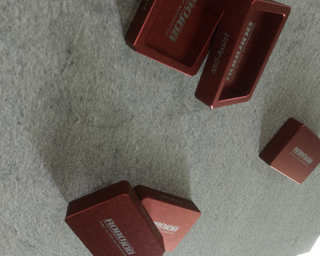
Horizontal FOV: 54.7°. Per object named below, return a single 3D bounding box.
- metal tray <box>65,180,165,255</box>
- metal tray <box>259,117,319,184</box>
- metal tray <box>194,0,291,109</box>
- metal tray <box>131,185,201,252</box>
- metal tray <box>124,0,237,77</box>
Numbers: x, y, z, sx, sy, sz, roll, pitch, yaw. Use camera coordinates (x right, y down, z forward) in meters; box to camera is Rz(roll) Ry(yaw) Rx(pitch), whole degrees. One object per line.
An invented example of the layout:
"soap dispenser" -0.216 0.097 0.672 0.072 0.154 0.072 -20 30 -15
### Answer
"metal tray" -0.059 0.142 0.432 0.090 0.030 0.129 -23 119 5
"metal tray" 0.252 0.046 0.573 0.131 0.030 0.090 28 103 -38
"metal tray" 0.100 -0.091 0.380 0.091 0.030 0.129 -13 131 -42
"metal tray" -0.007 0.147 0.493 0.131 0.030 0.090 26 104 -38
"metal tray" 0.030 -0.132 0.339 0.091 0.030 0.129 17 109 -35
